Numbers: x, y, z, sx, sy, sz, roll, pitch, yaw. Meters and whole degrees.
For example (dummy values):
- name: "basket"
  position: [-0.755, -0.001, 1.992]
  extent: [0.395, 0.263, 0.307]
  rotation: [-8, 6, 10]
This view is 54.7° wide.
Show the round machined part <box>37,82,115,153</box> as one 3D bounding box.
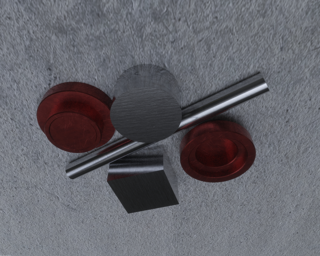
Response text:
- name: "round machined part"
  position: [-0.105, -0.006, 0.391]
  extent: [0.099, 0.042, 0.097]
  rotation: [0, 130, 0]

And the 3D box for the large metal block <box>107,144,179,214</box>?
- name: "large metal block"
  position: [-0.022, 0.076, 0.458]
  extent: [0.080, 0.050, 0.080]
  rotation: [-13, 129, 11]

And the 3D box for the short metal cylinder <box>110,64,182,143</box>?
- name: "short metal cylinder"
  position: [-0.016, -0.029, 0.367]
  extent: [0.081, 0.050, 0.079]
  rotation: [0, 130, 0]

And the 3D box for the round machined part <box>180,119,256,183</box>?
- name: "round machined part"
  position: [0.076, 0.027, 0.421]
  extent: [0.099, 0.042, 0.097]
  rotation: [0, 130, 0]

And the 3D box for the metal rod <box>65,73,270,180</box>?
- name: "metal rod"
  position: [-0.004, 0.006, 0.414]
  extent: [0.300, 0.025, 0.025]
  rotation: [-25, 126, 19]
